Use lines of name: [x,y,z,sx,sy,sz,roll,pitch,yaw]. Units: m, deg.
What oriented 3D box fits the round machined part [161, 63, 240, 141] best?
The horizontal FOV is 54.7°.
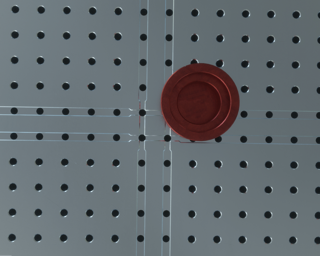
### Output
round machined part: [0.050,-0.033,0.406,0.099,0.042,0.097,0,90,-1]
